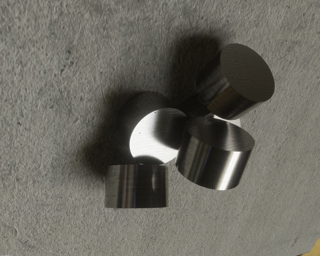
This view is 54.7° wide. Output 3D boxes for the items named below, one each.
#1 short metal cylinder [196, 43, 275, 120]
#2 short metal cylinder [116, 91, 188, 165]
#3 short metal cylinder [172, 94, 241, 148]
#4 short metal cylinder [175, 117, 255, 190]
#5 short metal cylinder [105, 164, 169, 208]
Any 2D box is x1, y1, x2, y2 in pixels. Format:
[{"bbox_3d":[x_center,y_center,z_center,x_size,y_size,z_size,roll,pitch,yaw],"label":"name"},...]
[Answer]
[{"bbox_3d":[0.092,-0.056,0.381,0.081,0.080,0.050,0,156,-29],"label":"short metal cylinder"},{"bbox_3d":[-0.009,0.000,0.388,0.081,0.050,0.079,-14,125,-21],"label":"short metal cylinder"},{"bbox_3d":[0.062,-0.001,0.427,0.081,0.050,0.079,-14,125,-21],"label":"short metal cylinder"},{"bbox_3d":[0.063,0.027,0.360,0.081,0.080,0.050,-2,119,-28],"label":"short metal cylinder"},{"bbox_3d":[-0.029,0.075,0.396,0.081,0.080,0.050,7,76,-32],"label":"short metal cylinder"}]
